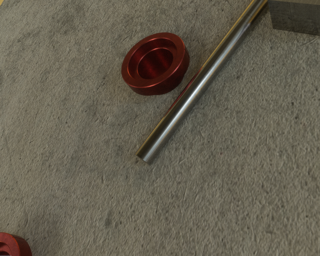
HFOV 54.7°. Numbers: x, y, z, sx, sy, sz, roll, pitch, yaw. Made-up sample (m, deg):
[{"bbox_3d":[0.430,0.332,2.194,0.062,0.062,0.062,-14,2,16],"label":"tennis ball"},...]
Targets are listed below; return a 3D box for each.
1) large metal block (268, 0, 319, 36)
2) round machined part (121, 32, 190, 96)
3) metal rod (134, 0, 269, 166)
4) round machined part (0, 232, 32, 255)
[{"bbox_3d":[0.195,-0.166,0.388,0.080,0.050,0.080,25,75,36],"label":"large metal block"},{"bbox_3d":[-0.003,-0.087,0.448,0.098,0.042,0.098,-13,56,21],"label":"round machined part"},{"bbox_3d":[0.067,-0.078,0.416,0.025,0.025,0.300,30,78,37],"label":"metal rod"},{"bbox_3d":[-0.196,0.183,0.383,0.098,0.042,0.098,-13,56,21],"label":"round machined part"}]
